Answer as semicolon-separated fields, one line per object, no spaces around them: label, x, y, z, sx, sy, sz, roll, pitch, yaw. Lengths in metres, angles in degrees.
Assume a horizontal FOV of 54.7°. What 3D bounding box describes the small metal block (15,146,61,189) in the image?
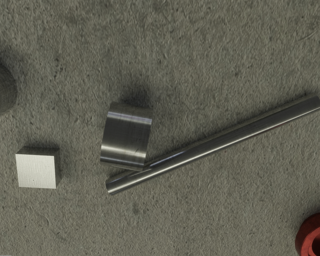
small metal block;-0.167;0.055;0.428;0.050;0.025;0.050;3;110;-2

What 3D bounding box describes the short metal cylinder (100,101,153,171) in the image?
short metal cylinder;-0.040;0.010;0.384;0.050;0.080;0.079;10;110;-4

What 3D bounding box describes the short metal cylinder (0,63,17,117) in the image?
short metal cylinder;-0.226;-0.043;0.378;0.081;0.050;0.079;0;110;0

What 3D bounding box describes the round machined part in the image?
round machined part;0.251;0.166;0.464;0.099;0.042;0.097;0;110;0

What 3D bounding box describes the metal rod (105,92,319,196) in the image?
metal rod;0.065;0.025;0.419;0.301;0.025;0.025;-24;109;8
